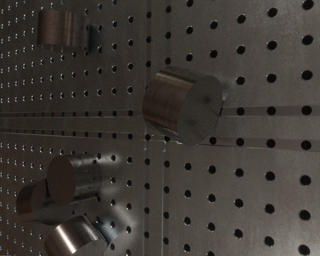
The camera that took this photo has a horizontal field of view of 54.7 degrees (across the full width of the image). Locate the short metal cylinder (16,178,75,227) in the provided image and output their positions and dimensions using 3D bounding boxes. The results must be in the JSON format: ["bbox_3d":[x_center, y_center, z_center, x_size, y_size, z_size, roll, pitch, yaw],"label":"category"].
[{"bbox_3d":[-0.195,0.127,0.531,0.050,0.081,0.080,-18,79,38],"label":"short metal cylinder"}]

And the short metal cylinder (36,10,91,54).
[{"bbox_3d":[-0.154,-0.152,0.498,0.080,0.081,0.050,8,95,39],"label":"short metal cylinder"}]

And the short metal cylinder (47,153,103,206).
[{"bbox_3d":[-0.140,0.083,0.506,0.080,0.050,0.079,0,90,39],"label":"short metal cylinder"}]

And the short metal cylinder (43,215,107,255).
[{"bbox_3d":[-0.129,0.183,0.478,0.050,0.081,0.079,41,115,32],"label":"short metal cylinder"}]

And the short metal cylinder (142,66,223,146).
[{"bbox_3d":[0.027,-0.026,0.350,0.050,0.081,0.079,24,105,37],"label":"short metal cylinder"}]
